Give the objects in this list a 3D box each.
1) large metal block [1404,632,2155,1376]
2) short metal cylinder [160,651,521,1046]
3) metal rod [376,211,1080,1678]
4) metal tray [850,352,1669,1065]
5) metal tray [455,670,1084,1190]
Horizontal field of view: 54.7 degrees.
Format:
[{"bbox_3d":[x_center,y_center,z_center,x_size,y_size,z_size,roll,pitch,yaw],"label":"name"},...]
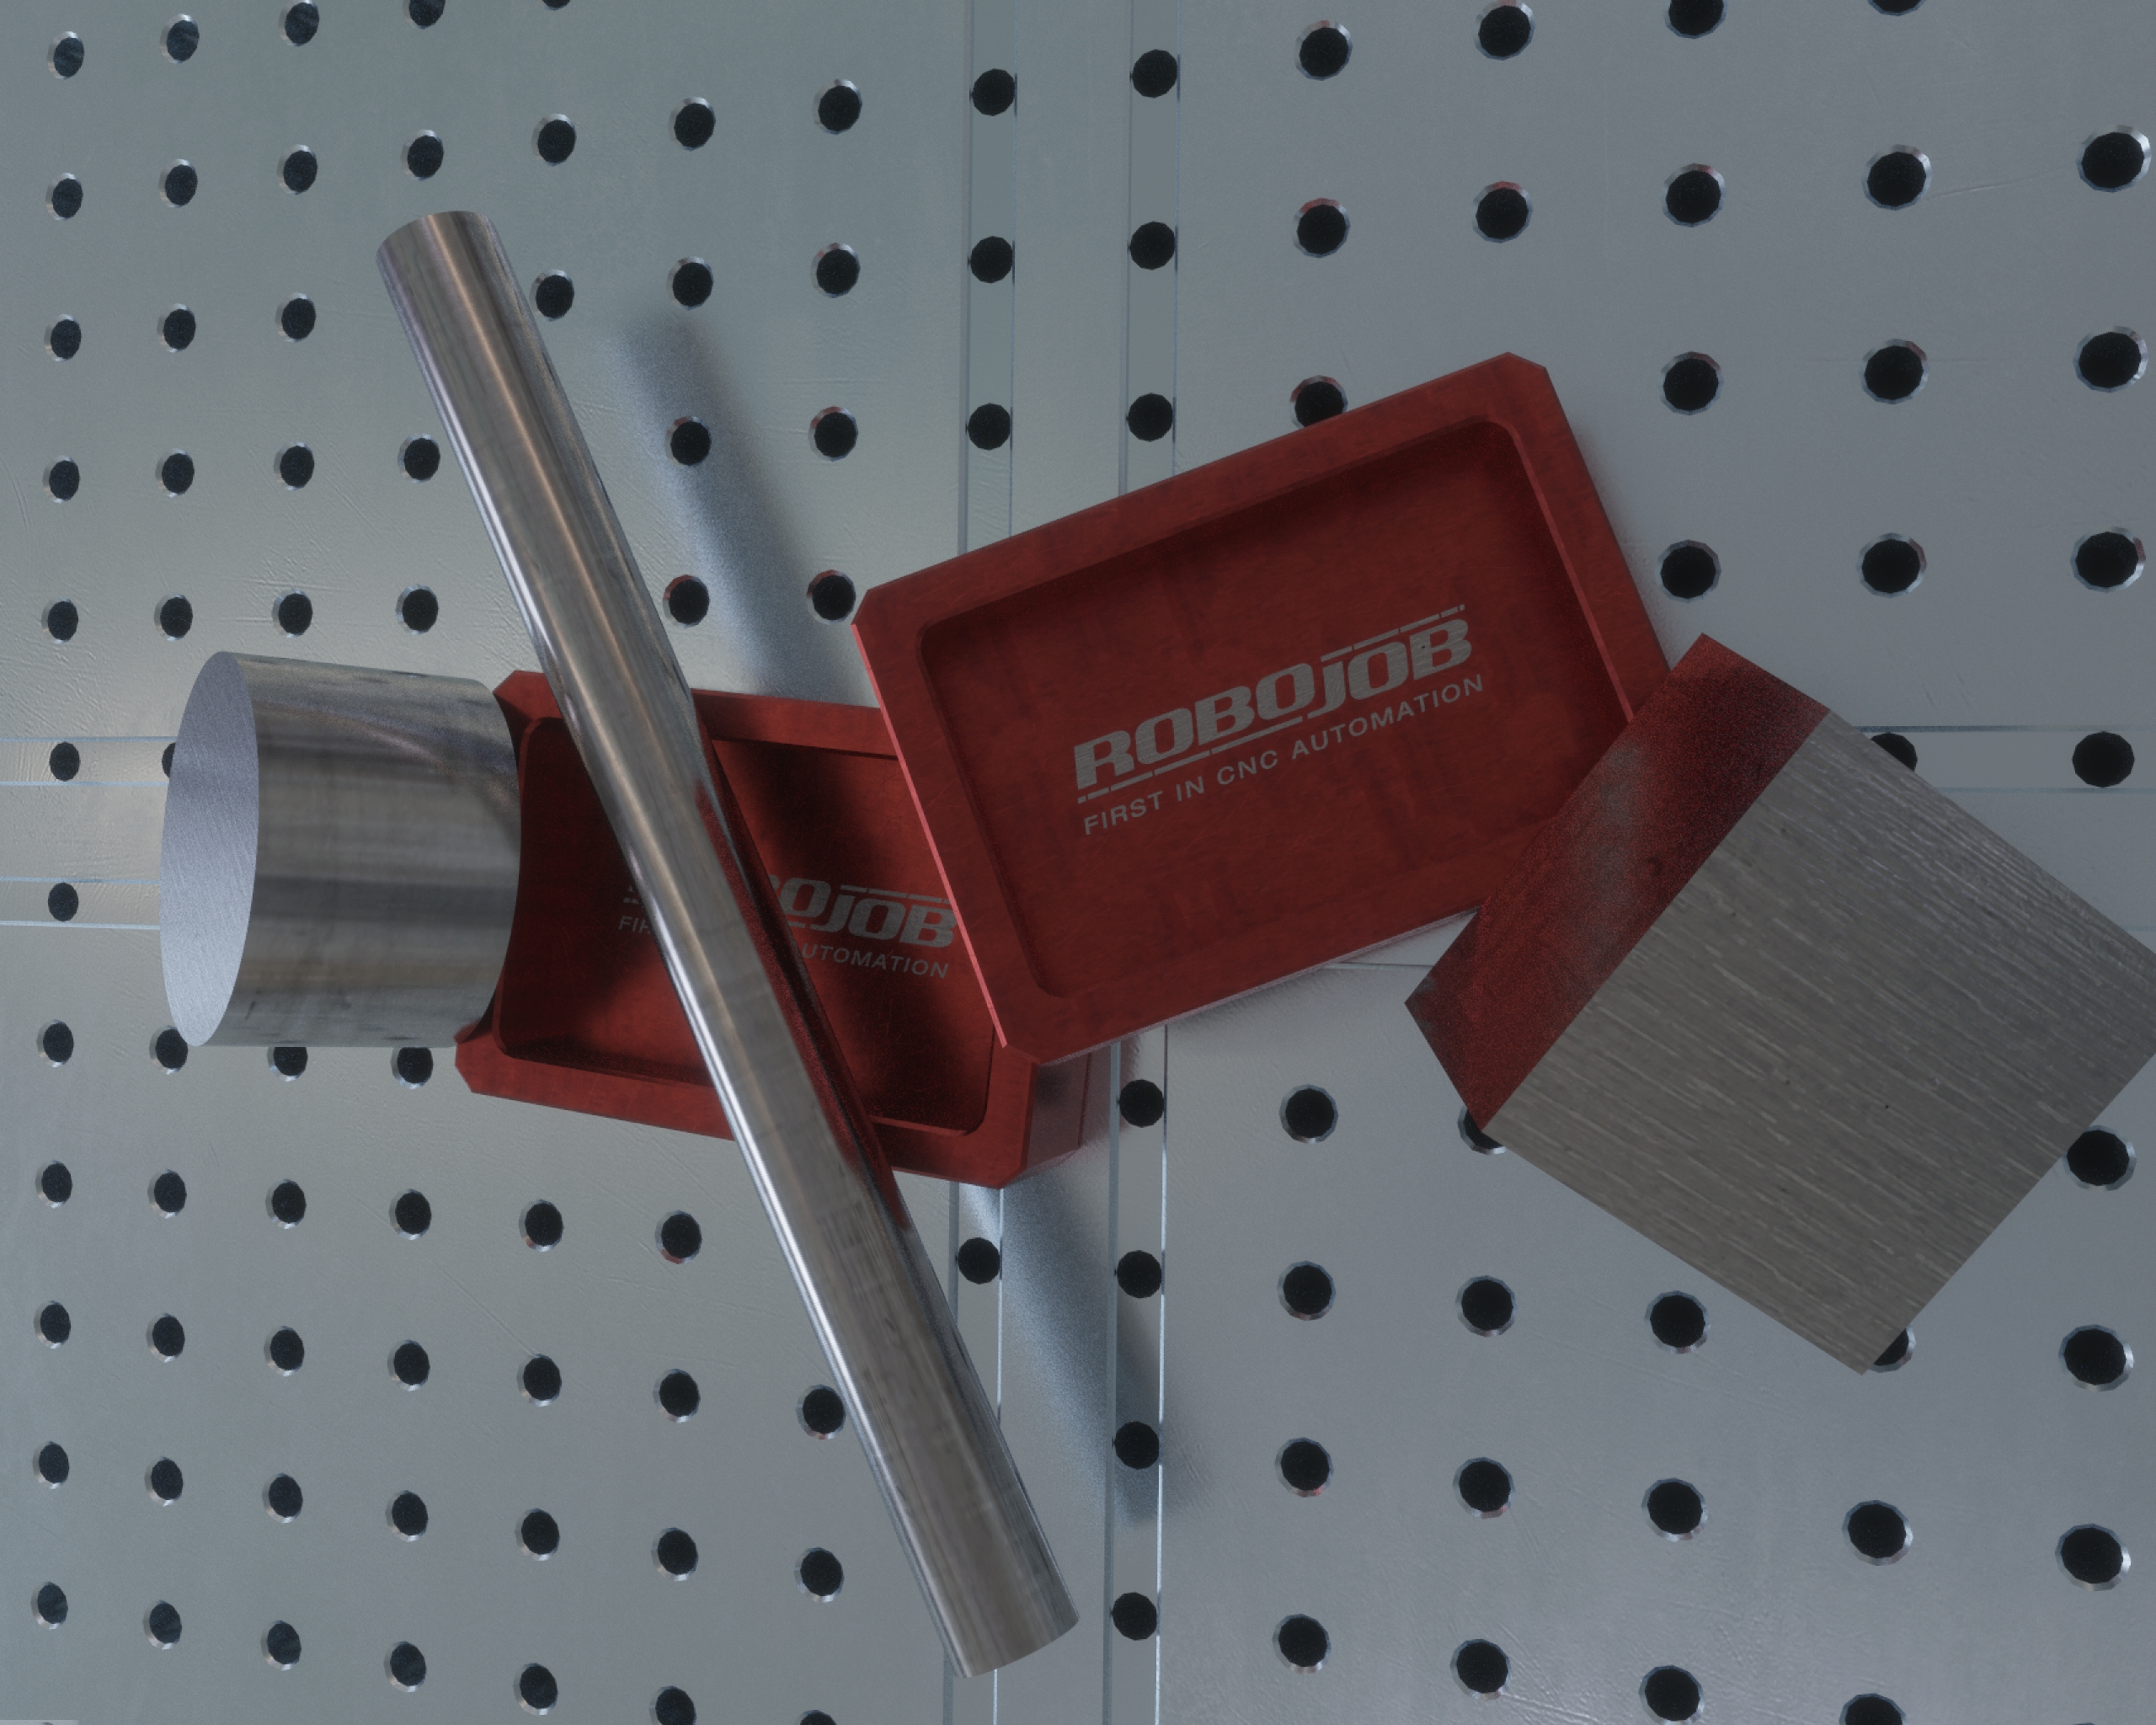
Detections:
[{"bbox_3d":[0.115,0.022,0.340,0.080,0.050,0.080,33,103,-15],"label":"large metal block"},{"bbox_3d":[-0.155,-0.001,0.435,0.080,0.050,0.080,-8,80,54],"label":"short metal cylinder"},{"bbox_3d":[-0.071,0.009,0.406,0.025,0.025,0.299,-27,81,18],"label":"metal rod"},{"bbox_3d":[0.036,-0.026,0.377,0.131,0.030,0.090,-20,83,2],"label":"metal tray"},{"bbox_3d":[-0.062,0.011,0.431,0.130,0.030,0.089,7,92,19],"label":"metal tray"}]
